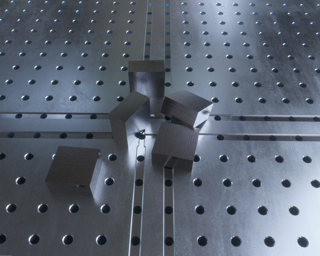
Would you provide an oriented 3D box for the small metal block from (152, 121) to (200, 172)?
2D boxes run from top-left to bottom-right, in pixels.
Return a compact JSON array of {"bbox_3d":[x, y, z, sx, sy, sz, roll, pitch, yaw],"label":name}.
[{"bbox_3d":[0.020,0.023,0.389,0.050,0.025,0.050,11,51,8],"label":"small metal block"}]

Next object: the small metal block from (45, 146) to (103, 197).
[{"bbox_3d":[-0.099,0.050,0.364,0.050,0.025,0.050,5,50,3],"label":"small metal block"}]

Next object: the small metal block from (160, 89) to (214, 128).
[{"bbox_3d":[0.037,-0.027,0.419,0.050,0.025,0.050,28,30,21],"label":"small metal block"}]

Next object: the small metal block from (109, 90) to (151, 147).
[{"bbox_3d":[-0.038,-0.012,0.401,0.025,0.050,0.050,28,55,21],"label":"small metal block"}]

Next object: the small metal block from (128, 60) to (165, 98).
[{"bbox_3d":[-0.019,-0.071,0.450,0.050,0.050,0.025,-2,50,-2],"label":"small metal block"}]
